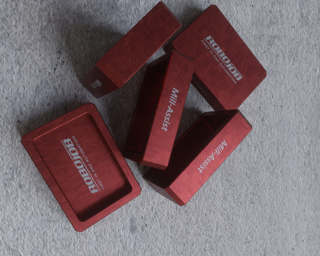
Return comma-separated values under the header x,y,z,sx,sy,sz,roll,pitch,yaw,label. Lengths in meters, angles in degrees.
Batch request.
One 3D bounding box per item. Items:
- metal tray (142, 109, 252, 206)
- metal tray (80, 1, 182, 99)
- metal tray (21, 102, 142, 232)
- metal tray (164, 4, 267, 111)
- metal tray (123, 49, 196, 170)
x,y,z,sx,sy,sz,roll,pitch,yaw,label
0.044,0.032,0.393,0.130,0.090,0.030,-45,105,-15,metal tray
-0.039,-0.079,0.341,0.030,0.130,0.090,46,75,-15,metal tray
-0.092,0.045,0.374,0.091,0.030,0.129,-30,100,-18,metal tray
0.081,-0.094,0.439,0.090,0.030,0.130,-46,105,-14,metal tray
-0.005,-0.020,0.374,0.030,0.090,0.129,18,84,-20,metal tray
